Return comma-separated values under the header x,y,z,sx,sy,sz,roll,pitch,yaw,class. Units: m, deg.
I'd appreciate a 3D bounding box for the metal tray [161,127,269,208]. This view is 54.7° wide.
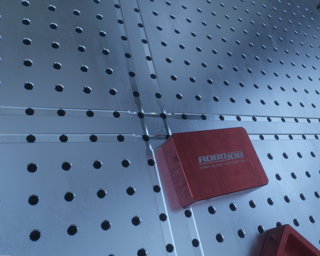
x,y,z,sx,sy,sz,roll,pitch,yaw,class
0.076,0.048,0.418,0.131,0.030,0.090,-5,64,-31,metal tray

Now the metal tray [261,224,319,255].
x,y,z,sx,sy,sz,roll,pitch,yaw,class
0.184,0.197,0.386,0.130,0.030,0.090,41,51,-1,metal tray
